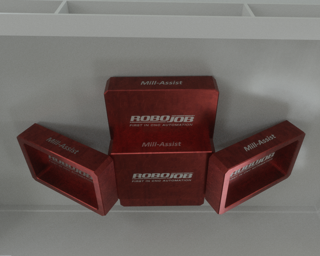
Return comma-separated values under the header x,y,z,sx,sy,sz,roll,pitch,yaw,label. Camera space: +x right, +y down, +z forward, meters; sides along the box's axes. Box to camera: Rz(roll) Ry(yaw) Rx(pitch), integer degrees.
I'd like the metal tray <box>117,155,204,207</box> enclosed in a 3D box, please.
x,y,z,sx,sy,sz,roll,pitch,yaw,label
0.003,0.080,0.470,0.131,0.030,0.089,-1,130,0,metal tray

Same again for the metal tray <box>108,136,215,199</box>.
x,y,z,sx,sy,sz,roll,pitch,yaw,label
0.003,0.054,0.410,0.131,0.030,0.089,-1,130,0,metal tray

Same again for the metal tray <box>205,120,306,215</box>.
x,y,z,sx,sy,sz,roll,pitch,yaw,label
0.123,0.051,0.407,0.131,0.030,0.089,-21,134,-21,metal tray

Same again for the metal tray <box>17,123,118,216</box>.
x,y,z,sx,sy,sz,roll,pitch,yaw,label
-0.120,0.055,0.409,0.130,0.030,0.089,21,135,21,metal tray

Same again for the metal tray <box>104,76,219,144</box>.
x,y,z,sx,sy,sz,roll,pitch,yaw,label
0.002,-0.018,0.387,0.131,0.030,0.089,-1,130,0,metal tray
